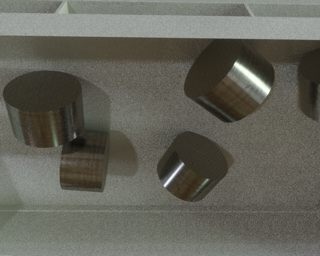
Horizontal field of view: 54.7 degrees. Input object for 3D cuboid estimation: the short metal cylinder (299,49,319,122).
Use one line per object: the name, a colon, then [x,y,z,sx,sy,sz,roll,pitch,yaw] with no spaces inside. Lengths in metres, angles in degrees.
short metal cylinder: [0.194,-0.048,0.334,0.080,0.080,0.050,-13,129,10]

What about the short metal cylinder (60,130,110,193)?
short metal cylinder: [-0.096,0.043,0.408,0.050,0.080,0.079,5,130,-5]

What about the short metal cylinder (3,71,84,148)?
short metal cylinder: [-0.129,-0.023,0.352,0.081,0.080,0.050,4,130,-4]

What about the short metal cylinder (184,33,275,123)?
short metal cylinder: [0.071,-0.052,0.329,0.050,0.080,0.080,33,123,-25]

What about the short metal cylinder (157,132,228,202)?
short metal cylinder: [0.043,0.051,0.417,0.080,0.080,0.050,21,127,-17]
